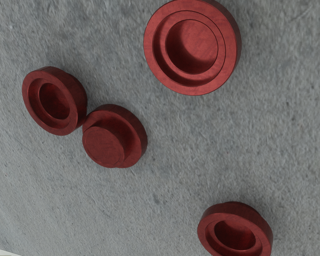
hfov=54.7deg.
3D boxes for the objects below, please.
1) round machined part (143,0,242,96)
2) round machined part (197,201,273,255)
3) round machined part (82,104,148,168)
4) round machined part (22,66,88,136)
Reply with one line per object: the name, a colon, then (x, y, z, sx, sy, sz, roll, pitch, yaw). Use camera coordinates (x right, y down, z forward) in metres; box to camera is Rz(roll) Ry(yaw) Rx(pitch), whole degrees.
round machined part: (0.036, -0.086, 0.323, 0.098, 0.042, 0.097, 13, 124, 20)
round machined part: (0.105, 0.141, 0.427, 0.098, 0.042, 0.097, 13, 124, 20)
round machined part: (-0.071, 0.018, 0.443, 0.098, 0.042, 0.097, 13, 124, 20)
round machined part: (-0.144, -0.041, 0.442, 0.098, 0.042, 0.097, 14, 122, 23)
